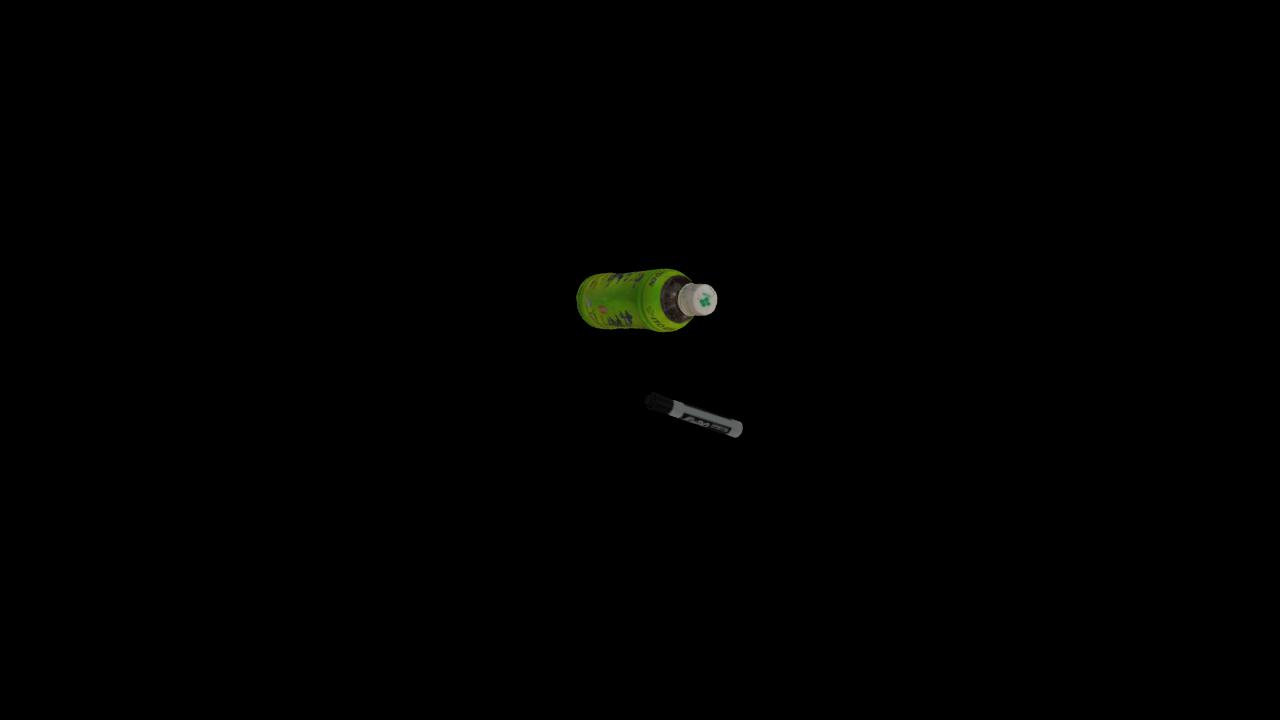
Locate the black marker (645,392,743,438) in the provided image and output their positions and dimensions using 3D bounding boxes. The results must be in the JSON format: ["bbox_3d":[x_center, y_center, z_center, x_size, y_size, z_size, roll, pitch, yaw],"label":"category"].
[{"bbox_3d":[0.057,0.058,0.649,0.121,0.020,0.020,20,-10,-27],"label":"black marker"}]

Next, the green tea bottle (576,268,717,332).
[{"bbox_3d":[0.007,-0.066,0.684,0.073,0.073,0.212,0,3,-35],"label":"green tea bottle"}]
